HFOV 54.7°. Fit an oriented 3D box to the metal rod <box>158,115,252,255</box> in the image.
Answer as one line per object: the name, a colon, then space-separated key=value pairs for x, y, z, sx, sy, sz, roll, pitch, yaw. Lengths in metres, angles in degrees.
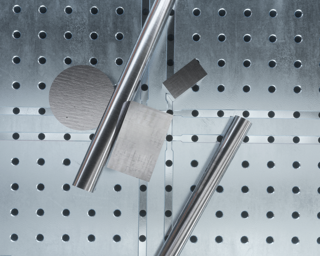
metal rod: x=0.039 y=0.120 z=0.413 sx=0.025 sy=0.025 sz=0.299 roll=29 pitch=90 yaw=0

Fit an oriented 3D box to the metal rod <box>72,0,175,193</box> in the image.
metal rod: x=-0.032 y=-0.068 z=0.376 sx=0.025 sy=0.025 sz=0.299 roll=21 pitch=75 yaw=0

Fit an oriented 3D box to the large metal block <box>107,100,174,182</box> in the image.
large metal block: x=-0.022 y=0.015 z=0.386 sx=0.050 sy=0.080 sz=0.080 roll=20 pitch=90 yaw=0

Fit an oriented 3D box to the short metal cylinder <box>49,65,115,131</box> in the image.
short metal cylinder: x=-0.094 y=-0.037 z=0.400 sx=0.081 sy=0.050 sz=0.079 roll=0 pitch=90 yaw=0

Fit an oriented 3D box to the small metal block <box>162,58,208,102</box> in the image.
small metal block: x=0.030 y=-0.060 z=0.401 sx=0.050 sy=0.050 sz=0.025 roll=-37 pitch=90 yaw=0
